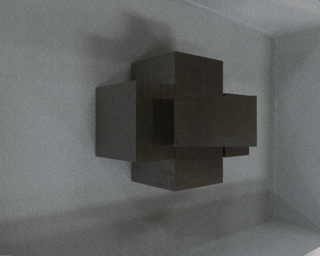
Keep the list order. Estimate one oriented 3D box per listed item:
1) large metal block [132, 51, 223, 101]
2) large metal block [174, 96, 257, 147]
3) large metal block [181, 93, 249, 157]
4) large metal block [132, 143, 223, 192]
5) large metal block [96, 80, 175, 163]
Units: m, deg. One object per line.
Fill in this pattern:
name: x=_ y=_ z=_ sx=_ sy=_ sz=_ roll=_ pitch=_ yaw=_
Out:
large metal block: x=0.021 y=-0.058 z=0.387 sx=0.081 sy=0.080 sz=0.050 roll=0 pitch=91 yaw=-40
large metal block: x=0.058 y=-0.007 z=0.344 sx=0.080 sy=0.080 sz=0.050 roll=-4 pitch=94 yaw=-85
large metal block: x=0.074 y=-0.004 z=0.429 sx=0.050 sy=0.080 sz=0.080 roll=0 pitch=90 yaw=-41
large metal block: x=0.021 y=0.043 z=0.387 sx=0.081 sy=0.080 sz=0.050 roll=0 pitch=91 yaw=-40
large metal block: x=-0.030 y=-0.007 z=0.345 sx=0.050 sy=0.080 sz=0.080 roll=0 pitch=90 yaw=-40
